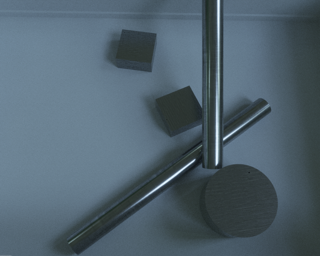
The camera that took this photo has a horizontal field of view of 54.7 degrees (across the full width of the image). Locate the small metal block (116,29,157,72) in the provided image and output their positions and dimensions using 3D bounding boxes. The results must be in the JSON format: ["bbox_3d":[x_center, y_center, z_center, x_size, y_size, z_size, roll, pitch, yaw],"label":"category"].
[{"bbox_3d":[-0.033,-0.112,0.450,0.050,0.025,0.050,8,70,2],"label":"small metal block"}]

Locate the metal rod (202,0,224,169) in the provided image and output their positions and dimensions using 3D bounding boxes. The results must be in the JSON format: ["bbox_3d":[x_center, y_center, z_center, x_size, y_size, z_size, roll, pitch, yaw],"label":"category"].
[{"bbox_3d":[0.063,-0.101,0.368,0.025,0.025,0.298,0,93,-1],"label":"metal rod"}]

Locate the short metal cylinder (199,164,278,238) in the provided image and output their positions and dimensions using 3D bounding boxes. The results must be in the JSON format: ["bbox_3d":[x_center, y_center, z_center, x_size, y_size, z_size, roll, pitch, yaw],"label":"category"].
[{"bbox_3d":[0.090,0.087,0.366,0.081,0.050,0.080,0,70,0],"label":"short metal cylinder"}]

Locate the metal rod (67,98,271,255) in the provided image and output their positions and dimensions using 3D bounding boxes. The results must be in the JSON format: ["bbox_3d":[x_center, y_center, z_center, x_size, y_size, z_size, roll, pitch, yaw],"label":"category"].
[{"bbox_3d":[0.021,0.053,0.390,0.301,0.025,0.025,-34,74,-12],"label":"metal rod"}]

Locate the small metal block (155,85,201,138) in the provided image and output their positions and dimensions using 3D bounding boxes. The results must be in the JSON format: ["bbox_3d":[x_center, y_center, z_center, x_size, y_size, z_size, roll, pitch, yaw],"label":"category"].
[{"bbox_3d":[0.027,-0.022,0.418,0.050,0.025,0.050,-23,72,-9],"label":"small metal block"}]
